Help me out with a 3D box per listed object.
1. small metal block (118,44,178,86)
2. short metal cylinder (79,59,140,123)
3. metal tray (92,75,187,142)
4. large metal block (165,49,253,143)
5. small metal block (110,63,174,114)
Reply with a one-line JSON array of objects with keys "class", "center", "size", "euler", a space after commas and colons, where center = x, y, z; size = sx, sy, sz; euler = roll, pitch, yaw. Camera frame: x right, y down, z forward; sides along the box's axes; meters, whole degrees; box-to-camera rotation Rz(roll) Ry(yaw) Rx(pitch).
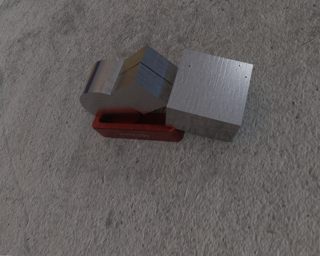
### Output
[{"class": "small metal block", "center": [-0.013, -0.066, 0.370], "size": [0.050, 0.050, 0.025], "euler": [-17, 49, 51]}, {"class": "short metal cylinder", "center": [-0.060, -0.046, 0.413], "size": [0.080, 0.080, 0.050], "euler": [1, 63, 29]}, {"class": "metal tray", "center": [-0.023, -0.030, 0.433], "size": [0.130, 0.030, 0.090], "euler": [2, 63, 29]}, {"class": "large metal block", "center": [0.056, -0.037, 0.364], "size": [0.080, 0.050, 0.080], "euler": [15, 67, 6]}, {"class": "small metal block", "center": [-0.021, -0.044, 0.359], "size": [0.050, 0.050, 0.025], "euler": [-17, 49, 51]}]
